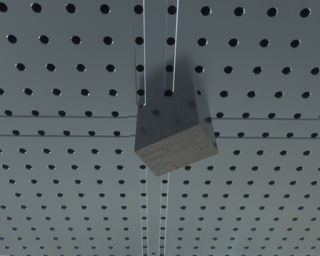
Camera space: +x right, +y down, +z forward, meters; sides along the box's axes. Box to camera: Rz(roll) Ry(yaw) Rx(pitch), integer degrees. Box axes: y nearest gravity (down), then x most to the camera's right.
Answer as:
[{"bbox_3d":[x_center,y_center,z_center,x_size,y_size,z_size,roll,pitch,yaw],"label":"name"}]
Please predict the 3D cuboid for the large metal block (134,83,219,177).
[{"bbox_3d":[0.018,0.002,0.377,0.080,0.080,0.050,-24,126,18],"label":"large metal block"}]
